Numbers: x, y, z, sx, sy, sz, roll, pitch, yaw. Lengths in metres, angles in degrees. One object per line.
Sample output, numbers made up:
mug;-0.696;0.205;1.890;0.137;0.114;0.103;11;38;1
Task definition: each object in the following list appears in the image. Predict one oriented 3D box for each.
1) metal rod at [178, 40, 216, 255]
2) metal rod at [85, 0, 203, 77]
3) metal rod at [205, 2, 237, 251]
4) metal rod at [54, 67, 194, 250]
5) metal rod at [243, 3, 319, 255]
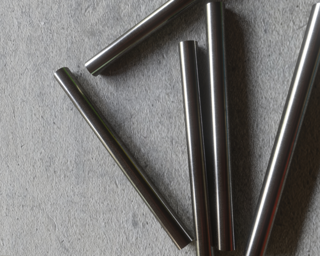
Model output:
metal rod;0.048;0.040;0.391;0.025;0.025;0.298;-5;88;20
metal rod;0.024;-0.159;0.400;0.300;0.025;0.025;-31;80;17
metal rod;0.075;-0.003;0.382;0.025;0.025;0.298;-3;89;20
metal rod;-0.056;0.033;0.428;0.025;0.025;0.300;-41;77;15
metal rod;0.147;0.010;0.356;0.025;0.025;0.298;16;95;19
